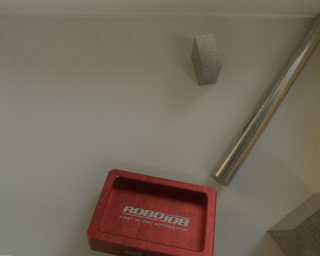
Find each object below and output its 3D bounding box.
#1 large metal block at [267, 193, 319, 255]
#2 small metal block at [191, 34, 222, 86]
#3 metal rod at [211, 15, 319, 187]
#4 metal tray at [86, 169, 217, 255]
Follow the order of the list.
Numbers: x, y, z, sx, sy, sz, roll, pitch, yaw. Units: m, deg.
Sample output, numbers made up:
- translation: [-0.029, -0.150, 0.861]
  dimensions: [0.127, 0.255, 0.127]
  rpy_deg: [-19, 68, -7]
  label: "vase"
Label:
- translation: [0.178, 0.111, 0.342]
  dimensions: [0.080, 0.080, 0.050]
  rpy_deg: [-33, 74, -11]
  label: "large metal block"
- translation: [0.064, -0.094, 0.431]
  dimensions: [0.025, 0.050, 0.050]
  rpy_deg: [-10, 71, -4]
  label: "small metal block"
- translation: [0.162, -0.049, 0.429]
  dimensions: [0.025, 0.025, 0.300]
  rpy_deg: [34, 73, 11]
  label: "metal rod"
- translation: [-0.005, 0.101, 0.351]
  dimensions: [0.131, 0.030, 0.090]
  rpy_deg: [10, 46, 3]
  label: "metal tray"
